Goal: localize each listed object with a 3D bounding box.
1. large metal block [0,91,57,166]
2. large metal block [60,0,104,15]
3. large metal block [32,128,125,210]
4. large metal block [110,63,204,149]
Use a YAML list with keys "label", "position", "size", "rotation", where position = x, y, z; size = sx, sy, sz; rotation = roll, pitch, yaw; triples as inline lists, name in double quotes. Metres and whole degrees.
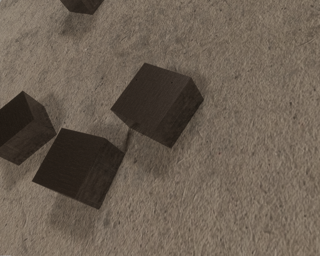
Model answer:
- label: "large metal block"
  position: [-0.227, 0.000, 0.504]
  size: [0.080, 0.050, 0.080]
  rotation: [-39, 51, 1]
- label: "large metal block"
  position: [-0.171, -0.282, 0.628]
  size: [0.080, 0.080, 0.050]
  rotation: [22, 73, 35]
- label: "large metal block"
  position: [-0.106, 0.052, 0.410]
  size: [0.080, 0.050, 0.080]
  rotation: [11, 67, 32]
- label: "large metal block"
  position: [-0.003, -0.031, 0.407]
  size: [0.080, 0.050, 0.080]
  rotation: [25, 75, 36]
